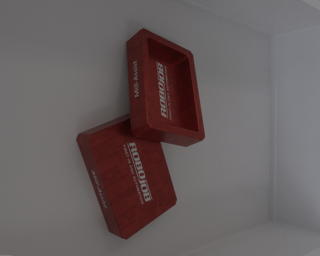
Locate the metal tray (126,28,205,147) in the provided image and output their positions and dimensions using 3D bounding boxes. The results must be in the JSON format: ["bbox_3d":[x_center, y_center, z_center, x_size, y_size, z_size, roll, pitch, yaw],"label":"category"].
[{"bbox_3d":[0.007,-0.048,0.380,0.091,0.030,0.130,14,61,-39],"label":"metal tray"}]

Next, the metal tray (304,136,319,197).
[{"bbox_3d":[0.389,0.088,0.731,0.130,0.030,0.090,-50,120,-28],"label":"metal tray"}]

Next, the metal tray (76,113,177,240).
[{"bbox_3d":[-0.035,0.053,0.374,0.091,0.030,0.129,-26,106,-37],"label":"metal tray"}]
